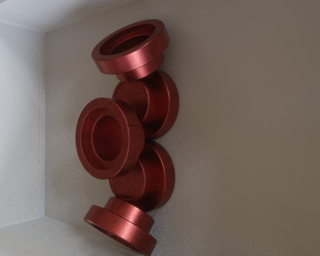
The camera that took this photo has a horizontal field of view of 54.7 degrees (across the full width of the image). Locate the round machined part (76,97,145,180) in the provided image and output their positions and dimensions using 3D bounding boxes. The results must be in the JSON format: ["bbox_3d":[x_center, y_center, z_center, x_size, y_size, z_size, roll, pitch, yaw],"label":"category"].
[{"bbox_3d":[-0.058,0.012,0.383,0.098,0.042,0.097,0,90,39],"label":"round machined part"}]

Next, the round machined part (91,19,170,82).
[{"bbox_3d":[-0.033,-0.095,0.395,0.098,0.098,0.042,9,138,39],"label":"round machined part"}]

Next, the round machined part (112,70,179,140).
[{"bbox_3d":[-0.027,-0.033,0.413,0.098,0.042,0.097,0,90,39],"label":"round machined part"}]

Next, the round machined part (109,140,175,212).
[{"bbox_3d":[-0.031,0.065,0.417,0.098,0.042,0.097,0,90,39],"label":"round machined part"}]

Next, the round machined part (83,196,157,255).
[{"bbox_3d":[-0.047,0.125,0.407,0.098,0.098,0.042,8,58,39],"label":"round machined part"}]
